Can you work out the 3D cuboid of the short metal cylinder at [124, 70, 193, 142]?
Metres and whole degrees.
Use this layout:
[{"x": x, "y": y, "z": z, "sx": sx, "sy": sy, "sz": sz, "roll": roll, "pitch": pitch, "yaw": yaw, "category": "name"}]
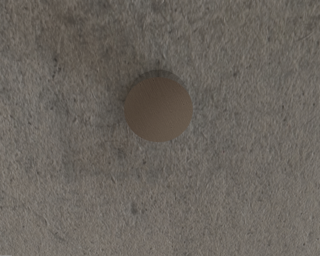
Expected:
[{"x": -0.002, "y": -0.029, "z": 0.386, "sx": 0.081, "sy": 0.050, "sz": 0.079, "roll": 0, "pitch": 110, "yaw": -1, "category": "short metal cylinder"}]
